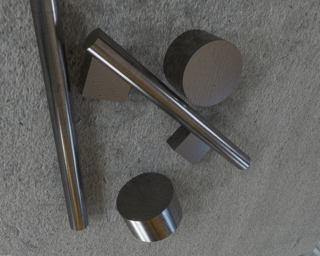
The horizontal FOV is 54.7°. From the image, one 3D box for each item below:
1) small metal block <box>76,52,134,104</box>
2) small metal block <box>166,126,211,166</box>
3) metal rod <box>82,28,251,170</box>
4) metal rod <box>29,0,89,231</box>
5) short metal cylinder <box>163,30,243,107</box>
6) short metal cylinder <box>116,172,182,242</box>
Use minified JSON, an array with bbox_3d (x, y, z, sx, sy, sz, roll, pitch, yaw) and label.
[{"bbox_3d":[-0.058,-0.058,0.339,0.050,0.025,0.050,8,115,-32],"label":"small metal block"},{"bbox_3d":[0.046,0.019,0.444,0.050,0.025,0.050,-47,129,5],"label":"small metal block"},{"bbox_3d":[0.032,-0.015,0.382,0.025,0.025,0.301,-49,129,7],"label":"metal rod"},{"bbox_3d":[-0.107,0.005,0.350,0.025,0.025,0.298,-12,124,-22],"label":"metal rod"},{"bbox_3d":[0.051,-0.073,0.374,0.081,0.050,0.079,-14,124,-21],"label":"short metal cylinder"},{"bbox_3d":[-0.014,0.109,0.431,0.080,0.080,0.050,-28,128,-11],"label":"short metal cylinder"}]
